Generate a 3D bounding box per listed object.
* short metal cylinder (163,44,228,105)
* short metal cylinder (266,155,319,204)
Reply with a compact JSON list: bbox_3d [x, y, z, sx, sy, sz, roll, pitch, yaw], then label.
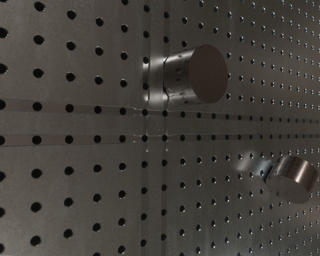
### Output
[{"bbox_3d":[0.051,-0.073,0.438,0.081,0.050,0.079,0,90,-40],"label":"short metal cylinder"},{"bbox_3d":[0.250,0.098,0.587,0.050,0.080,0.080,-50,120,-28],"label":"short metal cylinder"}]
